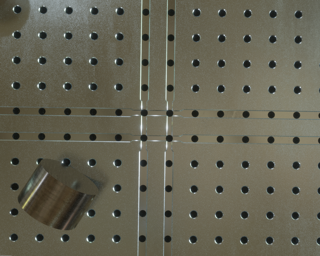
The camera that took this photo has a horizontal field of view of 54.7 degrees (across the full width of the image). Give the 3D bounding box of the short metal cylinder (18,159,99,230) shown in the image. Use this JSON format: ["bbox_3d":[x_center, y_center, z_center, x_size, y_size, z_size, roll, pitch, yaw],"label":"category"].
[{"bbox_3d":[-0.125,0.081,0.385,0.080,0.080,0.050,33,90,0],"label":"short metal cylinder"}]

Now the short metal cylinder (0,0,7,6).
[{"bbox_3d":[-0.241,-0.200,0.399,0.081,0.050,0.079,0,90,0],"label":"short metal cylinder"}]
